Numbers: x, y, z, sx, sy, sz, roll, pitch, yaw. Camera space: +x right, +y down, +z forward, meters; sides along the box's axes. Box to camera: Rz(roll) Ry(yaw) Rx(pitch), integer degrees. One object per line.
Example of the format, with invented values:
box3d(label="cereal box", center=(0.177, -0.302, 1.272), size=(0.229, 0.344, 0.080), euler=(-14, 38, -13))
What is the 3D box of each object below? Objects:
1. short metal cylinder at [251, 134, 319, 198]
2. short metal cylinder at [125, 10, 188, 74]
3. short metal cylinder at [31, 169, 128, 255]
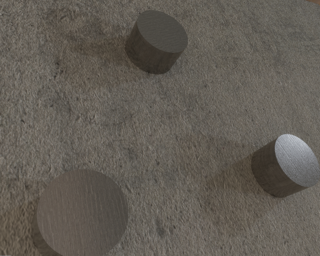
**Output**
box3d(label="short metal cylinder", center=(0.182, 0.056, 0.452), size=(0.081, 0.050, 0.080), euler=(14, 56, -21))
box3d(label="short metal cylinder", center=(-0.006, -0.127, 0.462), size=(0.081, 0.050, 0.080), euler=(14, 56, -21))
box3d(label="short metal cylinder", center=(-0.077, 0.086, 0.294), size=(0.081, 0.050, 0.080), euler=(14, 56, -21))
